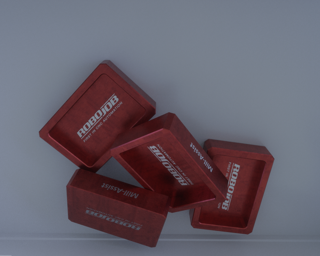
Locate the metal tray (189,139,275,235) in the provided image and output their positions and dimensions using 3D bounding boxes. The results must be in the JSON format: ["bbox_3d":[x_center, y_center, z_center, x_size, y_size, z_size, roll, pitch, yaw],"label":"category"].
[{"bbox_3d":[0.098,0.085,0.440,0.091,0.030,0.129,8,110,-3],"label":"metal tray"}]

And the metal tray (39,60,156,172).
[{"bbox_3d":[-0.080,-0.011,0.403,0.090,0.030,0.130,42,105,-14],"label":"metal tray"}]

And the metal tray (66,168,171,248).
[{"bbox_3d":[-0.058,0.111,0.420,0.131,0.030,0.089,17,133,3],"label":"metal tray"}]

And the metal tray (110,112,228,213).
[{"bbox_3d":[0.013,0.049,0.383,0.090,0.030,0.130,-23,120,33],"label":"metal tray"}]
